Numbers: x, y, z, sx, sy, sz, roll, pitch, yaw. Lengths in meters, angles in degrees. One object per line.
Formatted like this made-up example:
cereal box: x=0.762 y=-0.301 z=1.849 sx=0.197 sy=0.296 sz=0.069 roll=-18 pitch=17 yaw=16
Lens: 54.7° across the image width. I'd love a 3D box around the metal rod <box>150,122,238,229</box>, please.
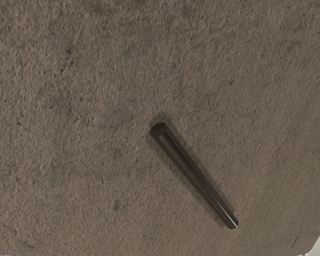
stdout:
metal rod: x=0.069 y=0.093 z=0.504 sx=0.025 sy=0.025 sz=0.300 roll=-40 pitch=130 yaw=-2
